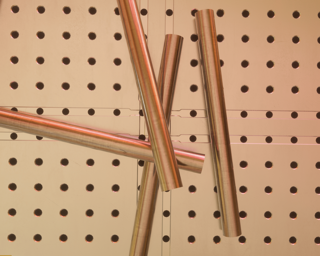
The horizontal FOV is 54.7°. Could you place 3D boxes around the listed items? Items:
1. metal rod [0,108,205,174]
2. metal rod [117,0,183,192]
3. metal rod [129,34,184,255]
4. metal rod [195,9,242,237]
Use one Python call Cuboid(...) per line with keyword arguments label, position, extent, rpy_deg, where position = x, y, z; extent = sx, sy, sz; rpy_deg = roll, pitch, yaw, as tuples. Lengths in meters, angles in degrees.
Cuboid(label="metal rod", position=(-0.094, 0.012, 0.396), extent=(0.302, 0.025, 0.025), rpy_deg=(12, 90, 6))
Cuboid(label="metal rod", position=(-0.021, -0.072, 0.382), extent=(0.025, 0.025, 0.299), rpy_deg=(-14, 78, 0))
Cuboid(label="metal rod", position=(-0.005, 0.026, 0.413), extent=(0.025, 0.025, 0.298), rpy_deg=(9, 90, -1))
Cuboid(label="metal rod", position=(0.078, -0.006, 0.414), extent=(0.025, 0.025, 0.298), rpy_deg=(-7, 90, 0))
